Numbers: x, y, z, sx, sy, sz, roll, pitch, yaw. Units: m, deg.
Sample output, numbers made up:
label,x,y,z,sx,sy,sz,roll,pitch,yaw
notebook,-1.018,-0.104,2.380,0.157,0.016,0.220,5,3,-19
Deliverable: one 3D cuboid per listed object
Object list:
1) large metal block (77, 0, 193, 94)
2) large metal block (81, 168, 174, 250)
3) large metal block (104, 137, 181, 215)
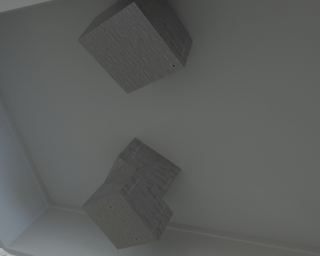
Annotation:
label,x,y,z,sx,sy,sz,roll,pitch,yaw
large metal block,-0.024,-0.093,0.331,0.080,0.050,0.080,-19,127,35
large metal block,-0.043,0.111,0.418,0.080,0.050,0.080,-28,104,37
large metal block,-0.029,0.075,0.453,0.080,0.050,0.079,34,129,5
